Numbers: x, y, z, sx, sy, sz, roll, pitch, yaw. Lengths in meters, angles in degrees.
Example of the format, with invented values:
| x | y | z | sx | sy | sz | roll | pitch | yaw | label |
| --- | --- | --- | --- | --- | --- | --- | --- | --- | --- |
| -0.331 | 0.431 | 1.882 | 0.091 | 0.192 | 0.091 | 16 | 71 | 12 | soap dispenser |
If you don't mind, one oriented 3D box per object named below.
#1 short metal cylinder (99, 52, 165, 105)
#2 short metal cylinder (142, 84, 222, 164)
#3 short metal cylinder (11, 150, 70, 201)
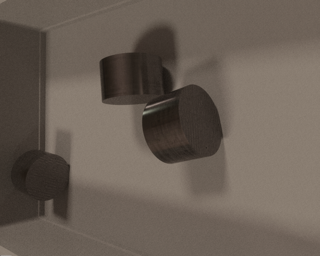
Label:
| x | y | z | sx | sy | sz | roll | pitch | yaw | label |
| --- | --- | --- | --- | --- | --- | --- | --- | --- | --- |
| -0.036 | -0.060 | 0.398 | 0.080 | 0.081 | 0.050 | -7 | 85 | 39 | short metal cylinder |
| 0.026 | -0.003 | 0.348 | 0.050 | 0.081 | 0.080 | -17 | 79 | 38 | short metal cylinder |
| -0.207 | 0.081 | 0.538 | 0.050 | 0.081 | 0.079 | 8 | 95 | 39 | short metal cylinder |
